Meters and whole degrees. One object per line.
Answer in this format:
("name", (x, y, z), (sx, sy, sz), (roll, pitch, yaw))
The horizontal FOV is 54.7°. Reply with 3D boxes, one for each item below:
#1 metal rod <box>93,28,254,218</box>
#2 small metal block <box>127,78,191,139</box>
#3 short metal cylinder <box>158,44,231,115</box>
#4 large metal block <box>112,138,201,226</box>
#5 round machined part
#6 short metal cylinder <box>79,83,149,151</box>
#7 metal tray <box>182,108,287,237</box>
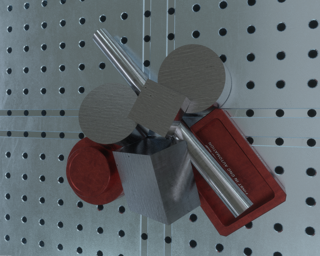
("metal rod", (0.003, -0.022, 0.381), (0.025, 0.025, 0.300), (-45, 67, 14))
("small metal block", (-0.001, -0.021, 0.353), (0.050, 0.025, 0.050), (28, 91, 18))
("short metal cylinder", (0.044, -0.057, 0.380), (0.080, 0.050, 0.079), (0, 90, 20))
("large metal block", (-0.005, 0.059, 0.369), (0.080, 0.050, 0.080), (-1, 107, 53))
("round machined part", (-0.090, 0.059, 0.430), (0.098, 0.042, 0.097), (0, 90, 19))
("short metal cylinder", (-0.057, -0.012, 0.404), (0.080, 0.050, 0.080), (-3, 73, 10))
("metal tray", (0.077, 0.052, 0.379), (0.090, 0.030, 0.130), (-38, 78, 16))
